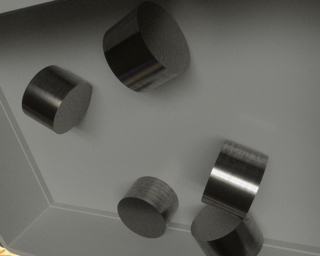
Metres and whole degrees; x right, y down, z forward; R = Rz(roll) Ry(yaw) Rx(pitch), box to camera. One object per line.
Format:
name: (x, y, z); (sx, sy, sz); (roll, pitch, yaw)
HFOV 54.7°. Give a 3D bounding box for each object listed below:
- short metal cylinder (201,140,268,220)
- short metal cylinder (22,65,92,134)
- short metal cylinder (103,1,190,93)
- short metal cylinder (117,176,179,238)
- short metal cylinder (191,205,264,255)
short metal cylinder: (0.087, 0.060, 0.364); (0.050, 0.080, 0.079); (22, 127, 15)
short metal cylinder: (-0.138, -0.038, 0.422); (0.050, 0.080, 0.079); (30, 128, 9)
short metal cylinder: (-0.013, -0.084, 0.328); (0.050, 0.080, 0.080); (-24, 106, 36)
short metal cylinder: (-0.018, 0.122, 0.477); (0.080, 0.050, 0.079); (13, 124, 21)
short metal cylinder: (0.089, 0.138, 0.412); (0.080, 0.080, 0.050); (-21, 107, 36)
